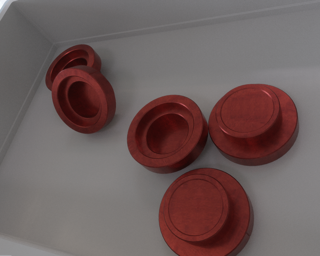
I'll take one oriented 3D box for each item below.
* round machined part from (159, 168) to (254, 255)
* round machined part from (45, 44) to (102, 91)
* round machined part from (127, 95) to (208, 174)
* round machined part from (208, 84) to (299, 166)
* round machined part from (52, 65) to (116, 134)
[{"bbox_3d":[0.043,0.086,0.319,0.098,0.042,0.098,-13,56,21],"label":"round machined part"},{"bbox_3d":[-0.140,-0.090,0.524,0.098,0.042,0.098,-13,56,21],"label":"round machined part"},{"bbox_3d":[0.012,0.011,0.382,0.098,0.042,0.098,-13,56,21],"label":"round machined part"},{"bbox_3d":[0.101,-0.010,0.348,0.098,0.042,0.098,-13,56,21],"label":"round machined part"},{"bbox_3d":[-0.106,-0.044,0.455,0.098,0.097,0.042,-2,21,27],"label":"round machined part"}]
